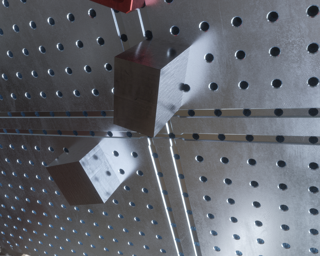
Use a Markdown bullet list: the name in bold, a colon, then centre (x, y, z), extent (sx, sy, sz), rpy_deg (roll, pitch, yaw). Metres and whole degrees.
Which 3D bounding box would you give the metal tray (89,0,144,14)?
- **metal tray**: centre (-0.075, -0.188, 0.330), extent (0.130, 0.030, 0.089), rpy_deg (24, 127, 13)

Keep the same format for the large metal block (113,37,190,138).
- **large metal block**: centre (-0.009, -0.049, 0.350), extent (0.050, 0.080, 0.079), rpy_deg (19, 126, 17)

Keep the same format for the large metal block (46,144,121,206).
- **large metal block**: centre (-0.125, 0.078, 0.510), extent (0.080, 0.050, 0.080), rpy_deg (-13, 112, 33)
